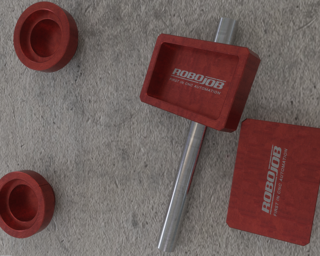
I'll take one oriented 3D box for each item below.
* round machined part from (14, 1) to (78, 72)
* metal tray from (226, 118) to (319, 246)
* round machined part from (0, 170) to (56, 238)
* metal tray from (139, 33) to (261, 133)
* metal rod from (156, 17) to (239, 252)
[{"bbox_3d":[-0.162,-0.130,0.457,0.098,0.042,0.097,0,90,20],"label":"round machined part"},{"bbox_3d":[0.133,0.059,0.359,0.090,0.030,0.129,9,93,19],"label":"metal tray"},{"bbox_3d":[-0.200,0.112,0.470,0.098,0.042,0.097,0,90,20],"label":"round machined part"},{"bbox_3d":[0.041,-0.057,0.368,0.130,0.030,0.089,23,99,38],"label":"metal tray"},{"bbox_3d":[0.046,0.013,0.392,0.025,0.025,0.298,17,95,19],"label":"metal rod"}]
